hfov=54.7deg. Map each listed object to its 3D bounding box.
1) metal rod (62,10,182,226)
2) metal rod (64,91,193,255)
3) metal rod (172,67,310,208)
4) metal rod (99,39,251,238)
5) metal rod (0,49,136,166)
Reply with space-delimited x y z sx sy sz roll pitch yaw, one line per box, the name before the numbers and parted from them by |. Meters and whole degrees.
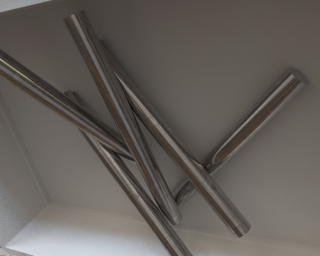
metal rod | -0.036 0.005 0.386 0.025 0.025 0.299 -9 117 32
metal rod | -0.049 0.071 0.432 0.299 0.025 0.025 52 129 8
metal rod | 0.070 0.043 0.397 0.025 0.025 0.298 37 129 2
metal rod | 0.008 0.012 0.387 0.300 0.025 0.025 51 128 1
metal rod | -0.124 -0.032 0.370 0.025 0.025 0.301 -23 133 36
